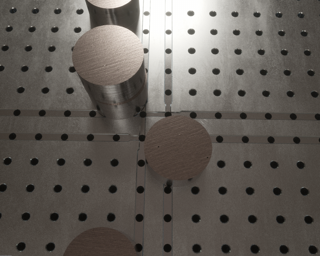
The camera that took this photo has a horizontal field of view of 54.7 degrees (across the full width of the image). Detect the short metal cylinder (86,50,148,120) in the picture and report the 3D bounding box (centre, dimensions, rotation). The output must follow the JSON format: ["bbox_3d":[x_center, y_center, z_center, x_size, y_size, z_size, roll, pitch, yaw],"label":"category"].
[{"bbox_3d":[-0.057,-0.057,0.419,0.081,0.050,0.080,0,70,0],"label":"short metal cylinder"}]

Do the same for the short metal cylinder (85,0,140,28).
[{"bbox_3d":[-0.072,-0.196,0.469,0.081,0.050,0.080,0,70,0],"label":"short metal cylinder"}]

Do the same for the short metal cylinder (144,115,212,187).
[{"bbox_3d":[0.021,0.030,0.388,0.081,0.050,0.080,0,70,0],"label":"short metal cylinder"}]

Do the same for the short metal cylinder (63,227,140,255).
[{"bbox_3d":[-0.063,0.152,0.342,0.081,0.050,0.080,0,70,0],"label":"short metal cylinder"}]

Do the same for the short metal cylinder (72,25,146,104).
[{"bbox_3d":[-0.059,-0.075,0.372,0.081,0.050,0.080,0,70,0],"label":"short metal cylinder"}]
